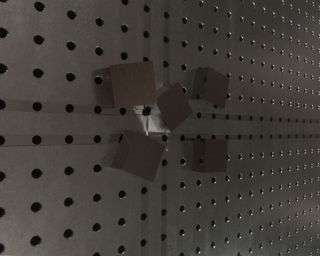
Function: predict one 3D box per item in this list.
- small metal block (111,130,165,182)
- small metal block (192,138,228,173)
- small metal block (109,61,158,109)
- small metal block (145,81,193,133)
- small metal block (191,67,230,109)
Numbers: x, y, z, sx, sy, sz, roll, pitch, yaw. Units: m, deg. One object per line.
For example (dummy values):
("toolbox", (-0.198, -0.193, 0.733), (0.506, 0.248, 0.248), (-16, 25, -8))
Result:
("small metal block", (-0.026, 0.035, 0.389), (0.050, 0.025, 0.050), (30, 71, -36))
("small metal block", (0.078, 0.042, 0.477), (0.050, 0.025, 0.050), (5, 87, -40))
("small metal block", (-0.032, -0.051, 0.370), (0.050, 0.025, 0.050), (-8, 96, -10))
("small metal block", (0.012, -0.029, 0.421), (0.050, 0.025, 0.050), (-41, 115, -33))
("small metal block", (0.078, -0.060, 0.477), (0.050, 0.025, 0.050), (19, 78, -39))
